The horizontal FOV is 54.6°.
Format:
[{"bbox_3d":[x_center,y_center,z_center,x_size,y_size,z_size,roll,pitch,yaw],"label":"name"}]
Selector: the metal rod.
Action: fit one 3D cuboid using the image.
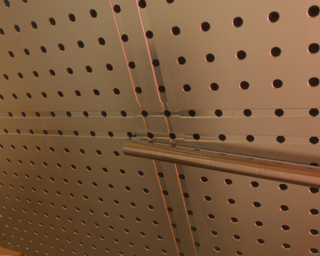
[{"bbox_3d":[0.088,0.044,0.392,0.300,0.025,0.025,7,122,24],"label":"metal rod"}]
